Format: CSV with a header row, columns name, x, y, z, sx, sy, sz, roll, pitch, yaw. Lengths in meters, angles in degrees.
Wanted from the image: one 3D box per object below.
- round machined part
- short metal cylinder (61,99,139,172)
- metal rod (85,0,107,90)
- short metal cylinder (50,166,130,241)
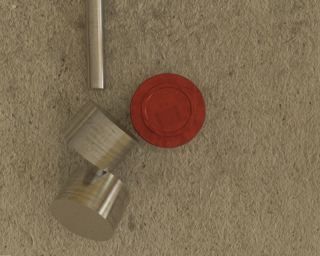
name,x,y,z,sx,sy,sz,roll,pitch,yaw
round machined part,0.010,-0.023,0.402,0.099,0.042,0.097,0,90,-1
short metal cylinder,-0.073,0.009,0.382,0.080,0.080,0.050,41,90,-1
metal rod,-0.087,-0.200,0.408,0.025,0.025,0.298,-1,90,-1
short metal cylinder,-0.083,0.092,0.376,0.080,0.050,0.079,12,133,13
